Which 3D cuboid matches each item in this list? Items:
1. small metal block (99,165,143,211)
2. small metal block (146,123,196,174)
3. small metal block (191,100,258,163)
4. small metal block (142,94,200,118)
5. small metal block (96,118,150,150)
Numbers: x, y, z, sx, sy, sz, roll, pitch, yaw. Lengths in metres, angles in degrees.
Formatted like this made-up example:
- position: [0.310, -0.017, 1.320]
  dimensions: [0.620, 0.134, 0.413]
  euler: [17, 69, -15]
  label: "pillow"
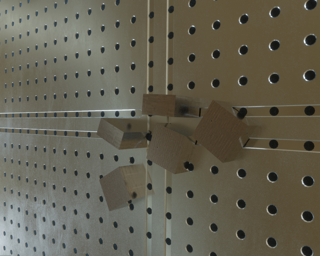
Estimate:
- position: [-0.058, 0.089, 0.459]
  dimensions: [0.050, 0.025, 0.050]
  euler: [-35, 69, 34]
  label: "small metal block"
- position: [0.014, 0.025, 0.399]
  dimensions: [0.050, 0.025, 0.050]
  euler: [25, 106, 37]
  label: "small metal block"
- position: [0.072, 0.003, 0.351]
  dimensions: [0.050, 0.025, 0.050]
  euler: [43, 116, 32]
  label: "small metal block"
- position: [0.014, -0.027, 0.383]
  dimensions: [0.050, 0.050, 0.025]
  euler: [7, 95, 40]
  label: "small metal block"
- position: [-0.052, 0.007, 0.437]
  dimensions: [0.050, 0.050, 0.025]
  euler: [29, 108, 36]
  label: "small metal block"
